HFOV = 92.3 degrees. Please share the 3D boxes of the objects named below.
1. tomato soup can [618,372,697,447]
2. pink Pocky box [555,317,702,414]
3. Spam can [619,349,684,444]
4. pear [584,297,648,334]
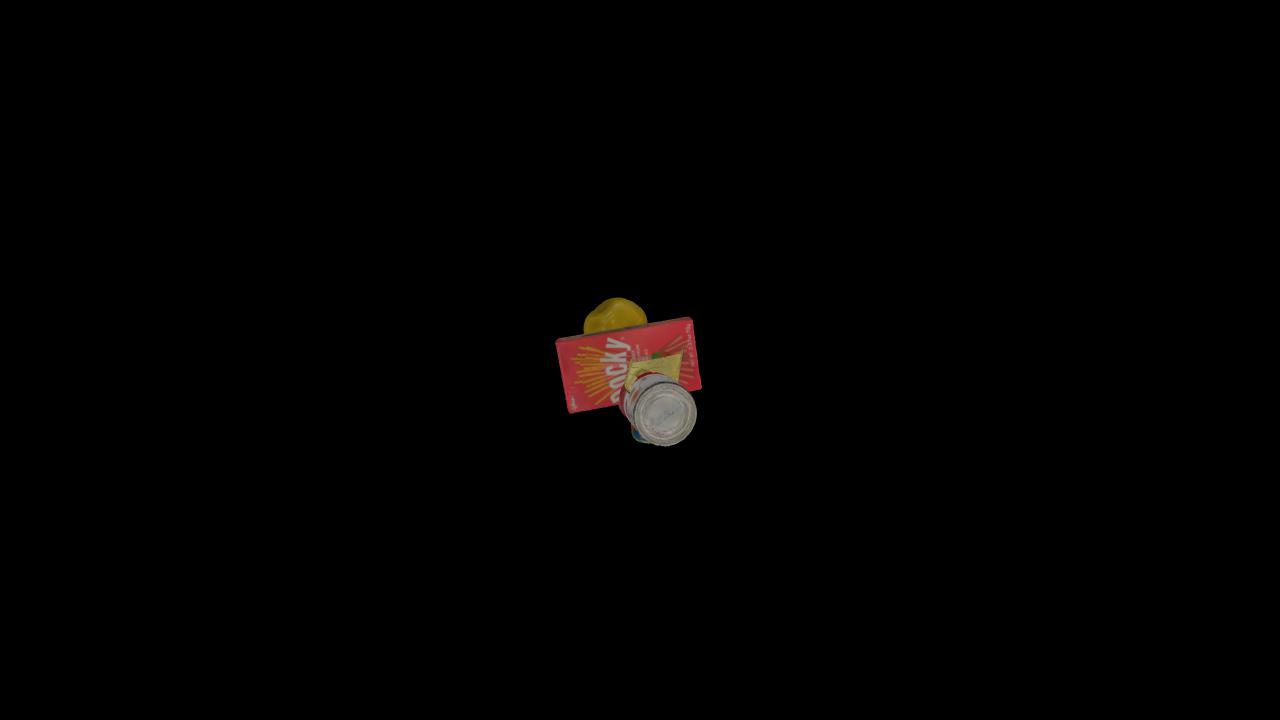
[{"bbox_3d":[0.016,0.047,0.656,0.068,0.068,0.101,0,8,-11],"label":"tomato soup can"},{"bbox_3d":[-0.012,0.005,0.690,0.155,0.084,0.029,-10,13,-6],"label":"pink Pocky box"},{"bbox_3d":[0.019,0.032,0.697,0.058,0.085,0.101,4,45,10],"label":"Spam can"},{"bbox_3d":[-0.017,-0.022,0.768,0.080,0.111,0.080,-30,24,15],"label":"pear"}]
